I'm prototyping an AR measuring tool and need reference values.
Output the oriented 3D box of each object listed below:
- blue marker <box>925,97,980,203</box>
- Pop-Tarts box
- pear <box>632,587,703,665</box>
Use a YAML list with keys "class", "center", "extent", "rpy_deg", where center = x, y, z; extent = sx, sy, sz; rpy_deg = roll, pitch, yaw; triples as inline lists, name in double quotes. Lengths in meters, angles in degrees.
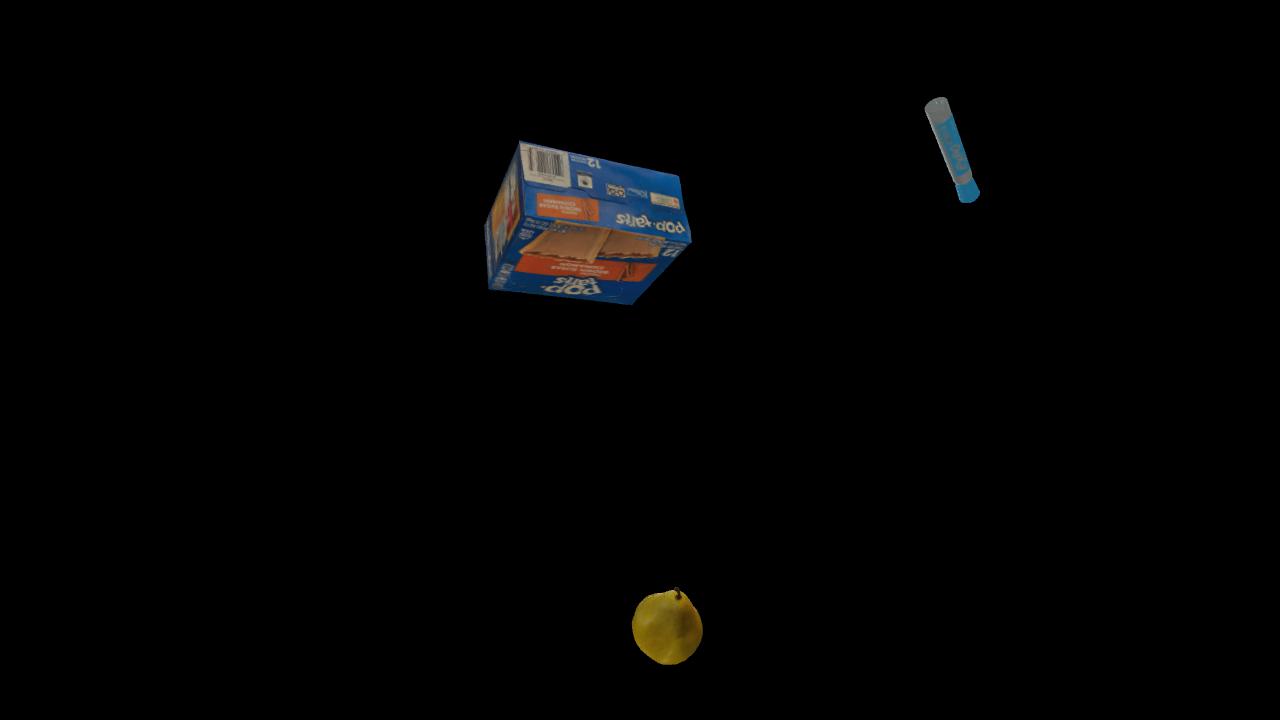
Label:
- class: "blue marker"
  center: [0.293, -0.191, 0.573]
  extent: [0.020, 0.020, 0.121]
  rpy_deg: [0, -32, 44]
- class: "Pop-Tarts box"
  center: [-0.058, -0.128, 0.622]
  extent: [0.167, 0.083, 0.141]
  rpy_deg: [5, -23, -26]
- class: "pear"
  center: [0.039, 0.286, 0.684]
  extent: [0.080, 0.111, 0.080]
  rpy_deg: [15, 39, -13]
